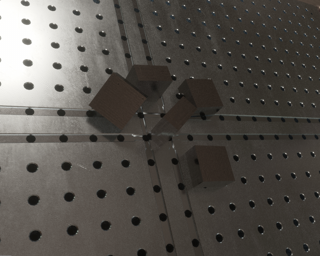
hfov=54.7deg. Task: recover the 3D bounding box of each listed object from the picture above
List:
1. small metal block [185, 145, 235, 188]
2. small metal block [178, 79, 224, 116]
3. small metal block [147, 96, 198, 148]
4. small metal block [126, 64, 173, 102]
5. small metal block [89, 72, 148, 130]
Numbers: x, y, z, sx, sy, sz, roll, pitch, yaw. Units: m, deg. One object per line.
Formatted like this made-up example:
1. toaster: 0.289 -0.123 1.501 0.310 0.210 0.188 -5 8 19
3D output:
1. small metal block: 0.067 0.052 0.414 0.050 0.025 0.050 4 60 -27
2. small metal block: 0.062 -0.047 0.472 0.050 0.025 0.050 -5 64 -31
3. small metal block: 0.016 -0.008 0.407 0.025 0.050 0.050 43 51 0
4. small metal block: -0.019 -0.060 0.420 0.050 0.050 0.025 -4 64 -31
5. small metal block: -0.050 -0.034 0.384 0.050 0.050 0.025 38 9 -4
